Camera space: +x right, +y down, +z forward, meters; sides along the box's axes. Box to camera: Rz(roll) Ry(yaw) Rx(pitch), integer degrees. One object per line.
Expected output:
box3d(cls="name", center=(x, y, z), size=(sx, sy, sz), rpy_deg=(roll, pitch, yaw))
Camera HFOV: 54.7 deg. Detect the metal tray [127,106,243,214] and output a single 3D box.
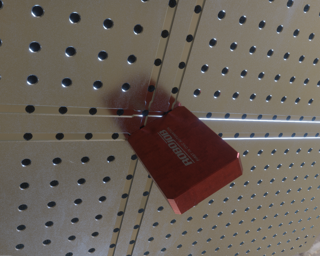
box3d(cls="metal tray", center=(0.025, 0.031, 0.377), size=(0.090, 0.130, 0.030), rpy_deg=(-31, 129, -9))
